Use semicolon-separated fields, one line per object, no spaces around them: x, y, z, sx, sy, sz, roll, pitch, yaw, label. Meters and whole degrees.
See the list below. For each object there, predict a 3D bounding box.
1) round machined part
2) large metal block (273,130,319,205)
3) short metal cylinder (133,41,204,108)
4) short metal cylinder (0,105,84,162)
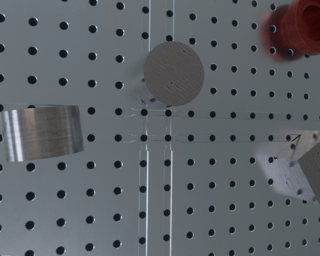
0.238;-0.163;0.491;0.099;0.042;0.097;0;90;-20;round machined part
0.241;0.059;0.488;0.080;0.050;0.080;-34;101;-17;large metal block
0.010;-0.067;0.403;0.081;0.050;0.079;0;90;-20;short metal cylinder
-0.127;0.005;0.337;0.081;0.080;0.050;-7;93;-20;short metal cylinder
